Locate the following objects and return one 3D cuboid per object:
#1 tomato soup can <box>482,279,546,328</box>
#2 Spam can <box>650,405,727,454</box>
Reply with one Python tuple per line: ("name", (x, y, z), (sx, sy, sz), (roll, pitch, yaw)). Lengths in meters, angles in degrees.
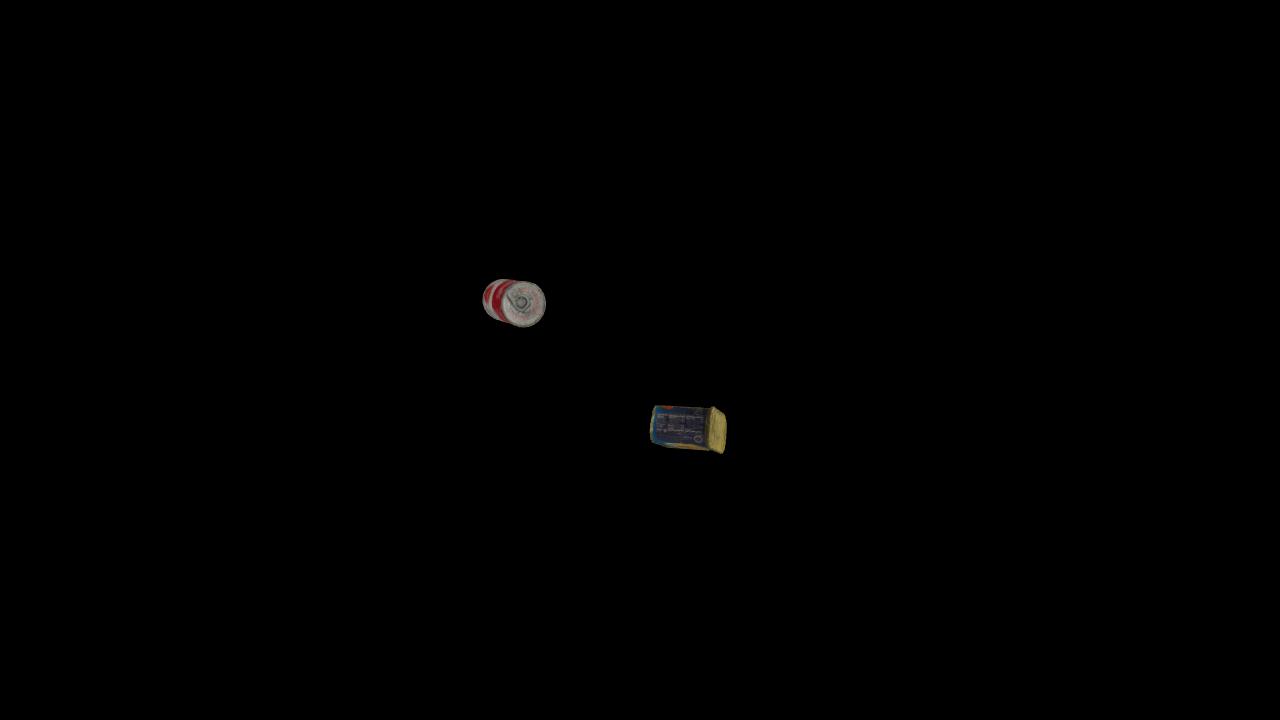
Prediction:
("tomato soup can", (-0.191, -0.087, 0.926), (0.068, 0.068, 0.101), (0, 8, -30))
("Spam can", (0.069, 0.097, 0.861), (0.085, 0.058, 0.101), (1, -14, 20))
